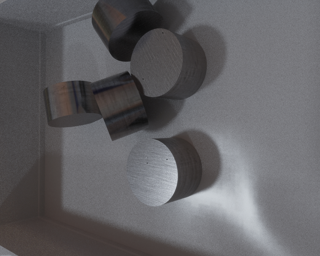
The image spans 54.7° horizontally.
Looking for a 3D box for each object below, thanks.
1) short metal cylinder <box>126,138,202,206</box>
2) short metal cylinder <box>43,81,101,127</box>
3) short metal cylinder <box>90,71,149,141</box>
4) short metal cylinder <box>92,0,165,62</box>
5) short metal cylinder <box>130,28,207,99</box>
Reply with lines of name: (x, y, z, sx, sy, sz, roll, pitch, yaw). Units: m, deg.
short metal cylinder: (0.005, 0.052, 0.385, 0.080, 0.050, 0.079, 0, 90, 39)
short metal cylinder: (-0.135, -0.035, 0.480, 0.080, 0.081, 0.050, -20, 78, 38)
short metal cylinder: (-0.053, -0.029, 0.405, 0.080, 0.050, 0.080, 159, 89, -81)
short metal cylinder: (-0.041, -0.133, 0.403, 0.080, 0.081, 0.050, -47, 62, 29)
short metal cylinder: (0.010, -0.076, 0.381, 0.080, 0.050, 0.079, 0, 90, 39)
